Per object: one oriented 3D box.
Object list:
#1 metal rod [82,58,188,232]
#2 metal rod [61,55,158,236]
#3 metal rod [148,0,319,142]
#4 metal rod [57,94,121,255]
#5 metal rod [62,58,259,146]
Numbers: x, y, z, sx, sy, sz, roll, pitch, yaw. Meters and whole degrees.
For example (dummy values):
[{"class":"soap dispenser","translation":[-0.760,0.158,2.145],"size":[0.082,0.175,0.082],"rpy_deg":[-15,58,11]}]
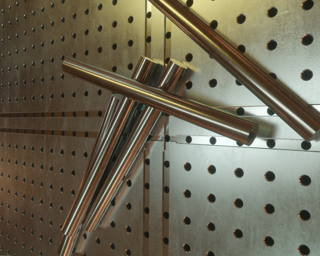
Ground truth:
[{"class":"metal rod","translation":[-0.046,0.039,0.444],"size":[0.025,0.025,0.298],"rpy_deg":[44,116,31]},{"class":"metal rod","translation":[-0.080,0.036,0.457],"size":[0.025,0.025,0.298],"rpy_deg":[37,108,33]},{"class":"metal rod","translation":[0.062,-0.097,0.357],"size":[0.300,0.025,0.025],"rpy_deg":[50,119,28]},{"class":"metal rod","translation":[-0.113,0.086,0.499],"size":[0.025,0.025,0.298],"rpy_deg":[34,111,34]},{"class":"metal rod","translation":[-0.023,-0.044,0.391],"size":[0.300,0.025,0.025],"rpy_deg":[24,105,33]}]
